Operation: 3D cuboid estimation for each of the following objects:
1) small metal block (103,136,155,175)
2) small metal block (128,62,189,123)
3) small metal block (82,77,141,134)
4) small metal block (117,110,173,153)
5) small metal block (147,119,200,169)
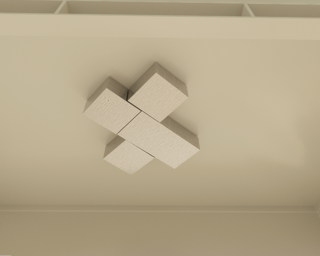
[{"bbox_3d":[-0.043,0.034,0.435,0.050,0.025,0.050,35,123,-26],"label":"small metal block"},{"bbox_3d":[-0.002,-0.042,0.370,0.050,0.025,0.050,34,121,-26],"label":"small metal block"},{"bbox_3d":[-0.058,-0.027,0.383,0.050,0.025,0.050,34,122,-26],"label":"small metal block"},{"bbox_3d":[-0.019,-0.002,0.404,0.050,0.025,0.050,34,122,-26],"label":"small metal block"},{"bbox_3d":[0.018,0.023,0.426,0.050,0.025,0.050,34,122,-26],"label":"small metal block"}]
